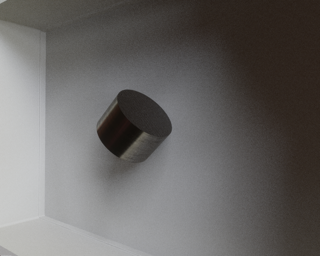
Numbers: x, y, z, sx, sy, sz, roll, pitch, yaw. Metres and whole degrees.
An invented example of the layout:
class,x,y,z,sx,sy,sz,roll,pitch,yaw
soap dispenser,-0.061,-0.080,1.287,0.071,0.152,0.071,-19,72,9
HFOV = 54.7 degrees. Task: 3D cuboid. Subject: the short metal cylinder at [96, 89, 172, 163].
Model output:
class,x,y,z,sx,sy,sz,roll,pitch,yaw
short metal cylinder,-0.032,-0.003,0.392,0.050,0.081,0.080,-49,62,29
